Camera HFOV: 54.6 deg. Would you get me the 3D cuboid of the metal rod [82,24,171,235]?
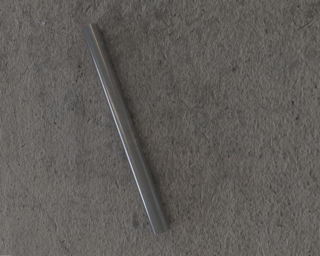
[{"bbox_3d":[-0.049,-0.003,0.426,0.025,0.025,0.299,-23,83,19],"label":"metal rod"}]
